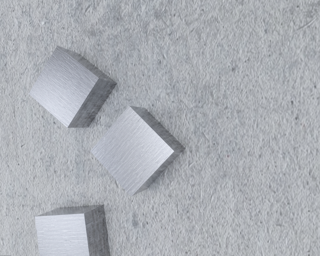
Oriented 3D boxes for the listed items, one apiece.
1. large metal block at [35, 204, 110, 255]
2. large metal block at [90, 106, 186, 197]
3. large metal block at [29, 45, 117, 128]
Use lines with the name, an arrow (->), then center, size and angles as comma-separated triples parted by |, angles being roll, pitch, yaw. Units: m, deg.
large metal block -> -0.122, 0.157, 0.439 | 0.080, 0.050, 0.080 | -9, 87, 19
large metal block -> -0.028, 0.028, 0.406 | 0.080, 0.050, 0.080 | 45, 104, 14
large metal block -> -0.123, -0.056, 0.439 | 0.080, 0.050, 0.080 | 39, 102, 16
